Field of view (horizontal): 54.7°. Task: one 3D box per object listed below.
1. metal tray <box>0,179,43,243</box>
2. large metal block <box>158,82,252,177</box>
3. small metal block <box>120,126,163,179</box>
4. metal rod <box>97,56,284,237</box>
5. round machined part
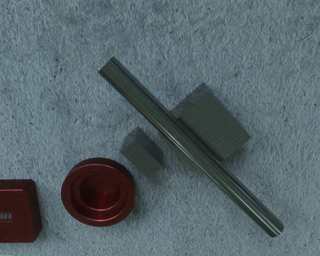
[{"bbox_3d":[-0.247,0.121,0.449,0.131,0.030,0.089,-1,110,0],"label":"metal tray"},{"bbox_3d":[0.054,0.002,0.398,0.080,0.050,0.080,-41,105,13],"label":"large metal block"},{"bbox_3d":[-0.023,0.031,0.408,0.025,0.050,0.050,-41,105,13],"label":"small metal block"},{"bbox_3d":[0.047,0.032,0.368,0.025,0.025,0.300,-43,105,14],"label":"metal rod"},{"bbox_3d":[-0.082,0.085,0.431,0.099,0.042,0.097,0,110,0],"label":"round machined part"}]
